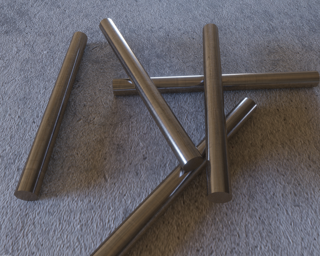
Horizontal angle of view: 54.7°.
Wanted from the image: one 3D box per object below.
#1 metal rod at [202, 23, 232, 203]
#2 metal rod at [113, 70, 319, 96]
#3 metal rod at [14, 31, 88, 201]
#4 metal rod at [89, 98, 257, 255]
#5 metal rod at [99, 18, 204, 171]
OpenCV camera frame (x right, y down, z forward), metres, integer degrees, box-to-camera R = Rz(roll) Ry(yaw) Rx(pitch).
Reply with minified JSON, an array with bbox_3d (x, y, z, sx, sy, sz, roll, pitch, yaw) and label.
[{"bbox_3d":[0.071,-0.044,0.406,0.025,0.025,0.300,3,50,3],"label":"metal rod"},{"bbox_3d":[0.083,-0.067,0.459,0.302,0.025,0.025,-3,50,-3],"label":"metal rod"},{"bbox_3d":[-0.142,-0.040,0.435,0.025,0.025,0.300,2,50,1],"label":"metal rod"},{"bbox_3d":[0.025,0.056,0.356,0.025,0.025,0.302,33,57,25],"label":"metal rod"},{"bbox_3d":[-0.026,-0.065,0.423,0.025,0.025,0.300,-19,53,-16],"label":"metal rod"}]
